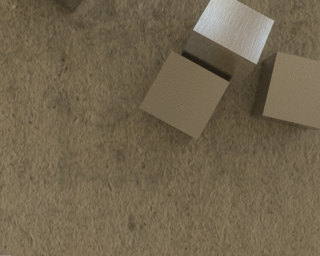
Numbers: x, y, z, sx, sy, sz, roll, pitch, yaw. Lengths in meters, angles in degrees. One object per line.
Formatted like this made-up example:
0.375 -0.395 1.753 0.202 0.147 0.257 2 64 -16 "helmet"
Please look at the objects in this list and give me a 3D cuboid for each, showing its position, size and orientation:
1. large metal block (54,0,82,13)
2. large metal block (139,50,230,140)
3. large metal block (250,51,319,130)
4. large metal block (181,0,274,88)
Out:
-0.129 -0.211 0.396 0.080 0.050 0.080 34 90 -1 "large metal block"
0.030 -0.040 0.398 0.080 0.050 0.080 29 90 -1 "large metal block"
0.172 -0.045 0.400 0.080 0.050 0.080 13 90 -1 "large metal block"
0.082 -0.110 0.383 0.080 0.050 0.080 29 61 -1 "large metal block"
